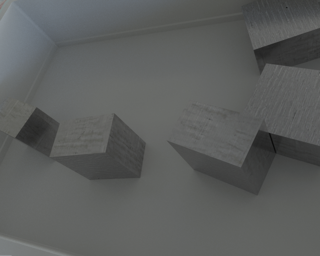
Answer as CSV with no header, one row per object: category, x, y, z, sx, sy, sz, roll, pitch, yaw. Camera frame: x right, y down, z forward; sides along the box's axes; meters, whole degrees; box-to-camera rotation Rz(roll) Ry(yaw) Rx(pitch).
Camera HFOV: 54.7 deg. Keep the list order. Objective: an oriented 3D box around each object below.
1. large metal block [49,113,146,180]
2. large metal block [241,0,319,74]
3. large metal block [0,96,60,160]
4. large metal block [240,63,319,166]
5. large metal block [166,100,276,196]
large metal block,-0.075,0.027,0.393,0.080,0.080,0.050,-7,59,25
large metal block,0.153,-0.122,0.384,0.080,0.050,0.080,-16,55,19
large metal block,-0.196,0.001,0.473,0.080,0.080,0.050,18,71,35
large metal block,0.140,-0.016,0.326,0.080,0.050,0.080,18,71,35
large metal block,0.066,0.021,0.323,0.080,0.080,0.050,19,72,35
